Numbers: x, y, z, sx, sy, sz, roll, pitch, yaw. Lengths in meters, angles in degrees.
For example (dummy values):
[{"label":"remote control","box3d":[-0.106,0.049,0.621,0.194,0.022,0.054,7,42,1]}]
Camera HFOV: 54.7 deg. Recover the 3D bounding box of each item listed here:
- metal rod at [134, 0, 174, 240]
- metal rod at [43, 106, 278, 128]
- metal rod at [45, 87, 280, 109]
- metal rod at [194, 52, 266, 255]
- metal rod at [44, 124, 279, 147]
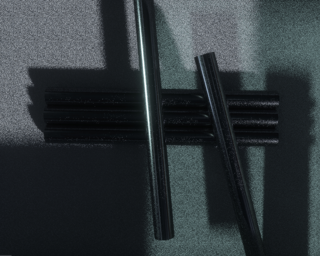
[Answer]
[{"label":"metal rod","box3d":[-0.007,-0.013,0.385,0.025,0.025,0.298,-5,90,-1]},{"label":"metal rod","box3d":[0.002,-0.015,0.410,0.302,0.025,0.025,1,90,-1]},{"label":"metal rod","box3d":[0.003,-0.040,0.410,0.302,0.025,0.025,1,90,-1]},{"label":"metal rod","box3d":[0.094,0.054,0.391,0.025,0.025,0.298,-16,97,0]},{"label":"metal rod","box3d":[0.003,0.010,0.410,0.302,0.025,0.025,1,90,-1]}]
